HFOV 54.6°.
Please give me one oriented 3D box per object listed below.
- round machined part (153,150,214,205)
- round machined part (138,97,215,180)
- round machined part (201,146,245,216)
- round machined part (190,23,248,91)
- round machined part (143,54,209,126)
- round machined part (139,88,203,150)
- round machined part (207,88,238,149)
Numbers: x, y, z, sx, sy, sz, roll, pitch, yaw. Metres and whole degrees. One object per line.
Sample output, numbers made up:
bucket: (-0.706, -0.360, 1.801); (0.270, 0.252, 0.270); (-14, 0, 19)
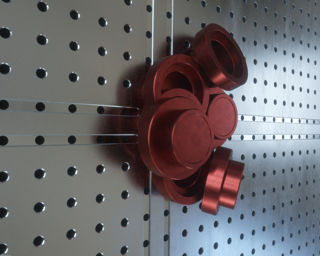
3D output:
round machined part: (0.028, 0.052, 0.420); (0.099, 0.042, 0.097); (0, 90, -40)
round machined part: (0.026, 0.012, 0.364); (0.099, 0.042, 0.097); (0, 90, -40)
round machined part: (0.093, 0.078, 0.443); (0.098, 0.042, 0.098); (13, 91, -73)
round machined part: (0.082, -0.097, 0.450); (0.098, 0.042, 0.098); (24, 53, -36)
round machined part: (0.017, -0.046, 0.411); (0.099, 0.042, 0.097); (0, 90, -40)
round machined part: (0.012, -0.002, 0.406); (0.099, 0.042, 0.097); (0, 90, -40)
round machined part: (0.079, -0.016, 0.463); (0.099, 0.042, 0.097); (0, 90, -40)
